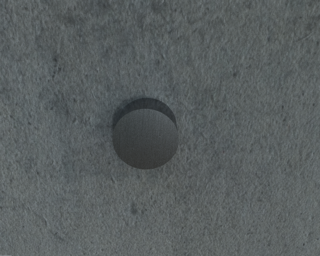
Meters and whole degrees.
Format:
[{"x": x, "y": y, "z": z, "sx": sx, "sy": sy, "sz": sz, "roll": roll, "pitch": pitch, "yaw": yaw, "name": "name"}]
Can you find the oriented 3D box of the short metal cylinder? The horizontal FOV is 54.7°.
[{"x": -0.017, "y": 0.006, "z": 0.399, "sx": 0.081, "sy": 0.050, "sz": 0.079, "roll": 0, "pitch": 110, "yaw": -1, "name": "short metal cylinder"}]
